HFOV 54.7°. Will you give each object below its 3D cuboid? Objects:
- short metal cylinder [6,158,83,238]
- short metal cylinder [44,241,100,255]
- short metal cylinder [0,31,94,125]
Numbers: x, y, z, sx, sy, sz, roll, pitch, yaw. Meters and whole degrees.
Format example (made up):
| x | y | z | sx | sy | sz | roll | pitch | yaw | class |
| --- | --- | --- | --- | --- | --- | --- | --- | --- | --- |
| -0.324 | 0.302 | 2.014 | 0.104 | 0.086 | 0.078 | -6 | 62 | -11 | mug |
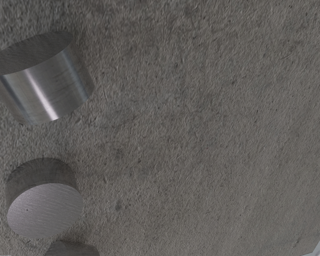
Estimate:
| x | y | z | sx | sy | sz | roll | pitch | yaw | class |
| --- | --- | --- | --- | --- | --- | --- | --- | --- | --- |
| -0.137 | 0.082 | 0.366 | 0.081 | 0.050 | 0.079 | -14 | 124 | -21 | short metal cylinder |
| -0.125 | 0.201 | 0.427 | 0.050 | 0.080 | 0.080 | 25 | 105 | -37 | short metal cylinder |
| -0.108 | -0.047 | 0.283 | 0.080 | 0.080 | 0.050 | -26 | 128 | -12 | short metal cylinder |
